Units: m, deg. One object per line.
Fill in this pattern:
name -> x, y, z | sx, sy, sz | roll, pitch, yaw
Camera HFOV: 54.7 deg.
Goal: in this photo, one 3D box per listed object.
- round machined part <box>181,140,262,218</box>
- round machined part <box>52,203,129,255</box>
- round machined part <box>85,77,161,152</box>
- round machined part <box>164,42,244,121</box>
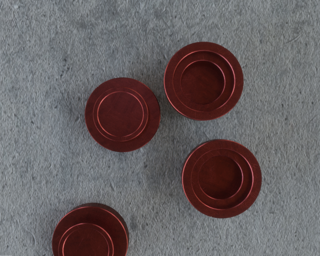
round machined part -> 0.076, 0.063, 0.402 | 0.099, 0.042, 0.097 | 0, 90, 0
round machined part -> -0.091, 0.151, 0.401 | 0.099, 0.042, 0.097 | 0, 90, 0
round machined part -> -0.049, -0.017, 0.401 | 0.099, 0.042, 0.097 | 0, 90, 0
round machined part -> 0.054, -0.058, 0.402 | 0.099, 0.042, 0.097 | 0, 90, 0
